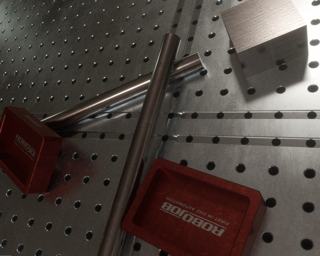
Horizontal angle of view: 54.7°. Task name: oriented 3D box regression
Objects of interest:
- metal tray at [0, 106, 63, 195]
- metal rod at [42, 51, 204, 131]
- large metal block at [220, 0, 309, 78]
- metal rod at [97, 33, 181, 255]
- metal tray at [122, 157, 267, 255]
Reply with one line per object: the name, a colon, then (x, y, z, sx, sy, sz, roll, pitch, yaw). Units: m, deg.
metal tray: (-0.205, 0.030, 0.468, 0.130, 0.030, 0.089, 28, 102, 37)
metal rod: (-0.078, -0.044, 0.474, 0.301, 0.025, 0.025, -21, 54, 15)
large metal block: (0.132, -0.123, 0.398, 0.080, 0.050, 0.080, -21, 54, 15)
metal rod: (-0.021, 0.012, 0.391, 0.025, 0.025, 0.299, 5, 70, 30)
metal tray: (0.034, 0.092, 0.329, 0.130, 0.030, 0.090, 15, 69, 33)
